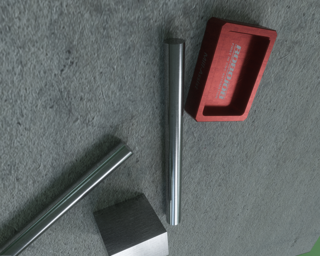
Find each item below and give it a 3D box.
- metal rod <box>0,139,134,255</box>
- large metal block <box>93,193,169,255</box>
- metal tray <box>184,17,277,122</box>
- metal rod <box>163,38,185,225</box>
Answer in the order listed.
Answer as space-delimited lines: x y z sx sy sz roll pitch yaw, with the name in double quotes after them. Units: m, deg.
-0.155 0.123 0.399 0.300 0.025 0.025 -41 130 0 "metal rod"
-0.042 0.151 0.443 0.081 0.080 0.050 -17 126 -19 "large metal block"
0.092 -0.072 0.410 0.091 0.030 0.129 -1 119 -28 "metal tray"
0.019 0.026 0.435 0.025 0.025 0.298 -15 125 -20 "metal rod"
